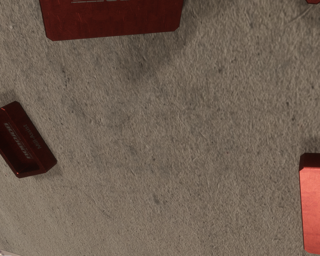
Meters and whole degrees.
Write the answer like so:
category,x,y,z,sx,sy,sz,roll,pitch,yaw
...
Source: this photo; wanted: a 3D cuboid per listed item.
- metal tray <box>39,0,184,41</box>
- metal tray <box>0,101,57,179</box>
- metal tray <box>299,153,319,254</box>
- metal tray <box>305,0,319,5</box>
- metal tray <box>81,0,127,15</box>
category,x,y,z,sx,sy,sz,roll,pitch,yaw
metal tray,-0.042,-0.130,0.280,0.131,0.030,0.089,-10,141,-16
metal tray,-0.252,0.024,0.548,0.090,0.030,0.129,-15,111,33
metal tray,0.210,0.091,0.349,0.090,0.030,0.129,-1,118,28
metal tray,0.120,-0.175,0.232,0.090,0.030,0.130,-33,100,38
metal tray,-0.019,-0.171,0.271,0.130,0.030,0.090,-22,64,35
